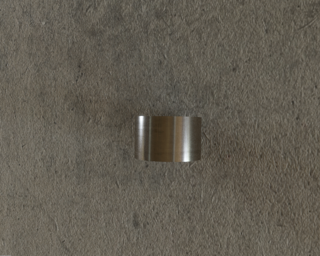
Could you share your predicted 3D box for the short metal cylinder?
[{"bbox_3d":[0.010,0.012,0.377,0.080,0.080,0.050,1,91,20],"label":"short metal cylinder"}]
